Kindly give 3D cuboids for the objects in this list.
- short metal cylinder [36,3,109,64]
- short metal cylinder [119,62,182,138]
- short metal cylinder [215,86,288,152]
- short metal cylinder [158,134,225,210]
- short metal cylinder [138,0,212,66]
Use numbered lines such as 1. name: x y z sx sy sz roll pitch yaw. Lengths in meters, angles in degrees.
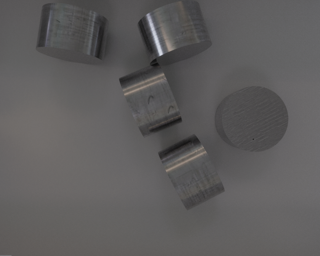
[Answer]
1. short metal cylinder: -0.107 -0.113 0.383 0.080 0.080 0.050 8 90 0
2. short metal cylinder: -0.011 -0.034 0.384 0.050 0.080 0.080 -23 90 0
3. short metal cylinder: 0.115 -0.011 0.400 0.081 0.050 0.080 0 90 0
4. short metal cylinder: 0.038 0.054 0.384 0.050 0.080 0.080 -27 90 0
5. short metal cylinder: 0.018 -0.114 0.384 0.080 0.080 0.050 -18 90 0
